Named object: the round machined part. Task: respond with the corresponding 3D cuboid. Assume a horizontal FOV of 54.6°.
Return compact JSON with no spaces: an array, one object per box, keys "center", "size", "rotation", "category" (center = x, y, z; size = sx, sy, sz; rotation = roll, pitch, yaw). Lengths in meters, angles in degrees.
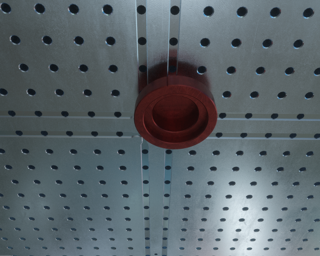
[{"center":[0.018,-0.023,0.381],"size":[0.099,0.042,0.097],"rotation":[0,130,0],"category":"round machined part"}]
